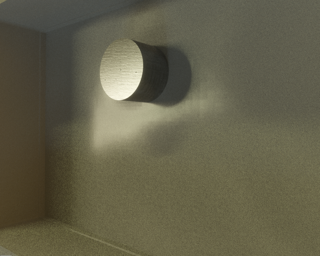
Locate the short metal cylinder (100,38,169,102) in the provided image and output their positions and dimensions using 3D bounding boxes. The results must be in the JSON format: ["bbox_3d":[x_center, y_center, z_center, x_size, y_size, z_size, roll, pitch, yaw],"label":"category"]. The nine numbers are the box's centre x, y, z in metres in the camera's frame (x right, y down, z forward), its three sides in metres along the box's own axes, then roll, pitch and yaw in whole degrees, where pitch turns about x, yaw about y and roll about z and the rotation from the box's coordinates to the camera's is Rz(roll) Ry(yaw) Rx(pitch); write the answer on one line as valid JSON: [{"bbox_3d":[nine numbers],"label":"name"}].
[{"bbox_3d":[-0.035,-0.076,0.418,0.080,0.050,0.079,0,90,39],"label":"short metal cylinder"}]
